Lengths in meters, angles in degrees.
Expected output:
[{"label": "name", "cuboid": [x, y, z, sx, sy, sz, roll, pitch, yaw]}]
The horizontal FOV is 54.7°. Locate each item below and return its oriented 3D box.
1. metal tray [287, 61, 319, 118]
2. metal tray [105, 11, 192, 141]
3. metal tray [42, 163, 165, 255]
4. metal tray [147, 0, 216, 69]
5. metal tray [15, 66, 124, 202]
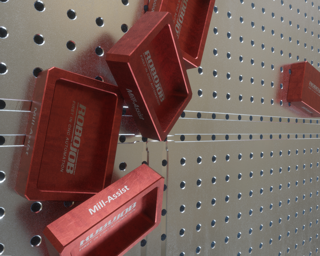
[{"label": "metal tray", "cuboid": [0.334, -0.083, 0.691, 0.131, 0.030, 0.090, 19, 78, -39]}, {"label": "metal tray", "cuboid": [-0.005, -0.058, 0.369, 0.090, 0.030, 0.130, -56, 144, -30]}, {"label": "metal tray", "cuboid": [-0.053, 0.106, 0.336, 0.131, 0.030, 0.089, -30, 139, -36]}, {"label": "metal tray", "cuboid": [0.029, -0.158, 0.431, 0.090, 0.030, 0.129, 23, 76, -38]}, {"label": "metal tray", "cuboid": [-0.091, 0.011, 0.330, 0.091, 0.030, 0.129, 13, 82, -40]}]
